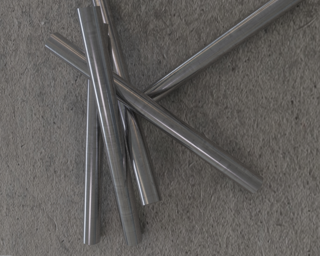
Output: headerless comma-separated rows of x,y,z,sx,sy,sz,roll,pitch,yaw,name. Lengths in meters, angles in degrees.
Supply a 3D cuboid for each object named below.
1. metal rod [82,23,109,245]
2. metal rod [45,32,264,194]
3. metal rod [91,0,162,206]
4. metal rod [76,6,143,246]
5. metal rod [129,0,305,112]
-0.088,0.015,0.416,0.025,0.025,0.298,8,101,20,metal rod
-0.007,-0.018,0.372,0.301,0.025,0.025,35,102,1,metal rod
-0.048,-0.051,0.402,0.025,0.025,0.299,-21,74,19,metal rod
-0.055,0.014,0.371,0.025,0.025,0.298,0,112,20,metal rod
0.045,-0.080,0.392,0.300,0.025,0.025,-34,79,16,metal rod
